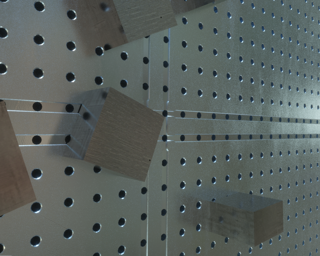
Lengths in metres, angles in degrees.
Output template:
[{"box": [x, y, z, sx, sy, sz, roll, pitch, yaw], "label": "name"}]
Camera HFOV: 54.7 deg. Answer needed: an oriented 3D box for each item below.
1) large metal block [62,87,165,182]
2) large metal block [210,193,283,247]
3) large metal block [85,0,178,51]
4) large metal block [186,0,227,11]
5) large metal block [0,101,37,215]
[{"box": [-0.050, 0.009, 0.352, 0.080, 0.050, 0.080, 28, 73, -37], "label": "large metal block"}, {"box": [0.137, 0.141, 0.492, 0.081, 0.080, 0.050, -4, 93, -40], "label": "large metal block"}, {"box": [-0.036, -0.145, 0.364, 0.081, 0.050, 0.080, -32, 110, -36], "label": "large metal block"}, {"box": [0.075, -0.227, 0.458, 0.081, 0.050, 0.080, -30, 109, -36], "label": "large metal block"}, {"box": [-0.150, 0.025, 0.249, 0.050, 0.080, 0.079, -22, 104, -38], "label": "large metal block"}]
